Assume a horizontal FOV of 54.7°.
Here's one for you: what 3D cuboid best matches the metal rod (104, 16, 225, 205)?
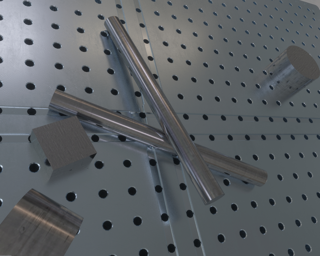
[{"bbox_3d":[-0.006,-0.039,0.404,0.025,0.025,0.299,-12,60,-33],"label":"metal rod"}]

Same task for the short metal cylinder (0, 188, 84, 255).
[{"bbox_3d":[-0.107,0.098,0.256,0.050,0.080,0.080,33,51,-7],"label":"short metal cylinder"}]

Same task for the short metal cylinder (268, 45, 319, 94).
[{"bbox_3d":[0.259,-0.112,0.601,0.081,0.050,0.080,14,56,-21],"label":"short metal cylinder"}]

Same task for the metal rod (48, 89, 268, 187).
[{"bbox_3d":[0.010,0.019,0.402,0.302,0.025,0.025,21,54,-16],"label":"metal rod"}]

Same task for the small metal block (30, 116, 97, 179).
[{"bbox_3d":[-0.106,0.020,0.339,0.050,0.025,0.050,-22,74,-36],"label":"small metal block"}]
